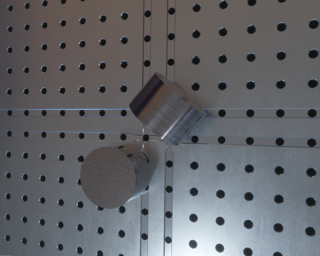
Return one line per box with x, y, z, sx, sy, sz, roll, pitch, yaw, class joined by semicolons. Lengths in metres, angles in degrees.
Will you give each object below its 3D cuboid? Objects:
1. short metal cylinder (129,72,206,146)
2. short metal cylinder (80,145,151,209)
0.010;-0.024;0.380;0.080;0.080;0.050;44;104;14;short metal cylinder
-0.059;0.064;0.420;0.080;0.050;0.079;0;90;20;short metal cylinder
